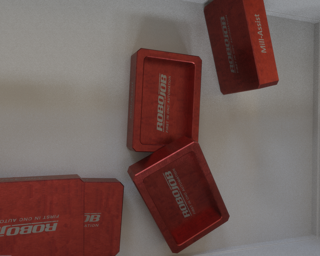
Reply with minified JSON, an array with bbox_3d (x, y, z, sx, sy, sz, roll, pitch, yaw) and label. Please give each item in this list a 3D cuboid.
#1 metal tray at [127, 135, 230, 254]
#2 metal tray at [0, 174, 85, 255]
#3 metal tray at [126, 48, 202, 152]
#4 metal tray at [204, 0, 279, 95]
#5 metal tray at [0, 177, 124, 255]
[{"bbox_3d":[0.027,0.086,0.399,0.090,0.030,0.129,-29,112,-11],"label":"metal tray"},{"bbox_3d":[-0.147,0.098,0.321,0.131,0.030,0.089,0,90,-20],"label":"metal tray"},{"bbox_3d":[0.006,-0.033,0.411,0.091,0.030,0.129,3,89,-21],"label":"metal tray"},{"bbox_3d":[0.106,-0.114,0.416,0.030,0.090,0.129,-15,95,-20],"label":"metal tray"},{"bbox_3d":[-0.113,0.106,0.367,0.131,0.030,0.089,4,89,-20],"label":"metal tray"}]
